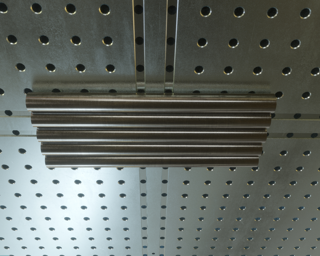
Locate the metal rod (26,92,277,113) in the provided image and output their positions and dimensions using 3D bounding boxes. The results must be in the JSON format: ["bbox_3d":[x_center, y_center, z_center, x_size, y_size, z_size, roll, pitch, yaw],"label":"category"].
[{"bbox_3d":[-0.010,-0.031,0.385,0.302,0.025,0.025,0,130,-1],"label":"metal rod"}]

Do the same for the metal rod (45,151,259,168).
[{"bbox_3d":[-0.011,0.045,0.449,0.302,0.025,0.025,0,130,-1],"label":"metal rod"}]

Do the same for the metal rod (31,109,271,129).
[{"bbox_3d":[-0.010,-0.012,0.401,0.302,0.025,0.025,0,130,-1],"label":"metal rod"}]

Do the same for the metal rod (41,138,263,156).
[{"bbox_3d":[-0.011,0.026,0.434,0.302,0.025,0.025,0,130,-1],"label":"metal rod"}]

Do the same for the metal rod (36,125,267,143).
[{"bbox_3d":[-0.010,0.007,0.418,0.302,0.025,0.025,0,130,-1],"label":"metal rod"}]
